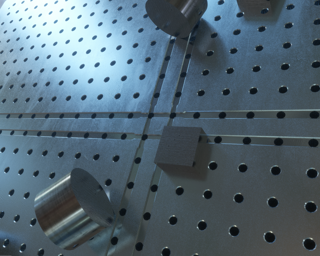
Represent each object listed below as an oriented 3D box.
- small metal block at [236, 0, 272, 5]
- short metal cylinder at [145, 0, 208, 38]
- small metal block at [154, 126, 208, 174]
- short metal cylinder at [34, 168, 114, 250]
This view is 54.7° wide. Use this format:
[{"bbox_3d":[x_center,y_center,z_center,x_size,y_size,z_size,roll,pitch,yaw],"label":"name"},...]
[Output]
[{"bbox_3d":[0.146,-0.212,0.462,0.050,0.025,0.050,14,69,33],"label":"small metal block"},{"bbox_3d":[0.025,-0.185,0.473,0.080,0.080,0.050,24,75,36],"label":"short metal cylinder"},{"bbox_3d":[0.026,0.026,0.379,0.050,0.025,0.050,2,63,29],"label":"small metal block"},{"bbox_3d":[-0.099,0.095,0.367,0.050,0.080,0.080,-34,51,6],"label":"short metal cylinder"}]
